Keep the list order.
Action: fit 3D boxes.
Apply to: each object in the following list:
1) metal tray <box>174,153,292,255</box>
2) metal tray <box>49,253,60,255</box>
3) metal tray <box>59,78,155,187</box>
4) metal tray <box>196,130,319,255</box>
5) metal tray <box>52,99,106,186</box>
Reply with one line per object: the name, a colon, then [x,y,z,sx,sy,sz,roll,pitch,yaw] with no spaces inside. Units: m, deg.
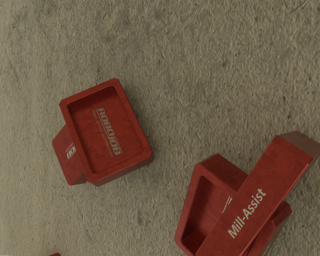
metal tray: [0.066,0.102,0.318,0.090,0.030,0.129,37,133,33]
metal tray: [-0.197,0.309,0.564,0.090,0.030,0.130,-42,65,32]
metal tray: [-0.074,0.004,0.429,0.090,0.030,0.130,-24,70,-6]
metal tray: [0.092,0.066,0.281,0.030,0.091,0.129,37,111,26]
metal tray: [-0.120,0.023,0.501,0.129,0.030,0.090,-44,64,31]
